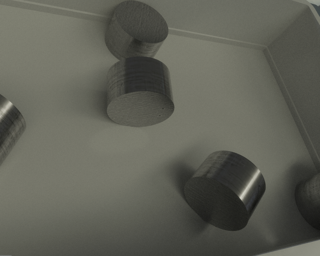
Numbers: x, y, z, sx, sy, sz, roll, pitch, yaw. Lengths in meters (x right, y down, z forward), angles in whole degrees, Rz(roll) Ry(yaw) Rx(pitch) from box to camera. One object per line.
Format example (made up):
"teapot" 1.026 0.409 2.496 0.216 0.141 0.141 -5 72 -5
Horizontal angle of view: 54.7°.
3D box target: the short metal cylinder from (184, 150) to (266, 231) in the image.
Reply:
"short metal cylinder" 0.076 0.074 0.366 0.080 0.080 0.050 45 51 3

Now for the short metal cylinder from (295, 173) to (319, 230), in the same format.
"short metal cylinder" 0.250 0.106 0.459 0.081 0.050 0.080 14 56 -21

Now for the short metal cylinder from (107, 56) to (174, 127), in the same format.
"short metal cylinder" -0.025 -0.042 0.383 0.081 0.080 0.050 8 58 -24

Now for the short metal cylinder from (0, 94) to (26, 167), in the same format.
"short metal cylinder" -0.172 0.001 0.277 0.080 0.080 0.050 27 52 -12

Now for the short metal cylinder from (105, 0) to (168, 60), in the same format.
"short metal cylinder" -0.035 -0.139 0.455 0.081 0.050 0.080 14 56 -21
